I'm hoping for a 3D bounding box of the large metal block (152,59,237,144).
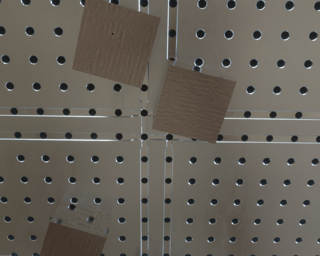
[{"bbox_3d":[0.039,-0.034,0.388,0.080,0.050,0.079,13,110,-5],"label":"large metal block"}]

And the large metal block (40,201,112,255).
[{"bbox_3d":[-0.125,0.166,0.460,0.080,0.050,0.080,19,109,-7],"label":"large metal block"}]

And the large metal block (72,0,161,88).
[{"bbox_3d":[-0.049,-0.100,0.363,0.080,0.050,0.079,15,109,-6],"label":"large metal block"}]
